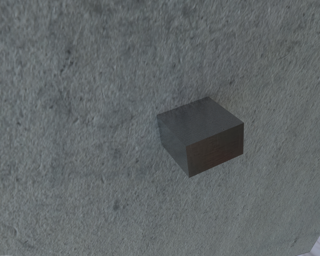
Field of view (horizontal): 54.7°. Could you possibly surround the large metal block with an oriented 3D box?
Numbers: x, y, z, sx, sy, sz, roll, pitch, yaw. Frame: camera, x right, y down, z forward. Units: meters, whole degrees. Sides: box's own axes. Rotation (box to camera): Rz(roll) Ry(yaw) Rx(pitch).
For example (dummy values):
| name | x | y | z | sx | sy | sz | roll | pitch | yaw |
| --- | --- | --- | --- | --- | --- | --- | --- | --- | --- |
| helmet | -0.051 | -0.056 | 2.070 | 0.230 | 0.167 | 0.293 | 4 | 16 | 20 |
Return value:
| name | x | y | z | sx | sy | sz | roll | pitch | yaw |
| --- | --- | --- | --- | --- | --- | --- | --- | --- | --- |
| large metal block | 0.052 | 0.008 | 0.406 | 0.081 | 0.080 | 0.050 | -21 | 127 | -16 |
